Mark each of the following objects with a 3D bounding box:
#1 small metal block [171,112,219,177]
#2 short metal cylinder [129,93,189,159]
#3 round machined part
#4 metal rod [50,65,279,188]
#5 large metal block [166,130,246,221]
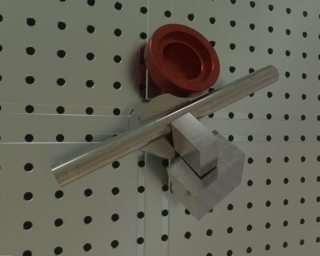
[{"bbox_3d":[0.039,0.019,0.350,0.025,0.050,0.050,-31,143,-18],"label":"small metal block"},{"bbox_3d":[0.005,-0.003,0.401,0.081,0.050,0.079,0,90,-21],"label":"short metal cylinder"},{"bbox_3d":[0.025,-0.082,0.401,0.099,0.042,0.098,11,63,-22],"label":"round machined part"},{"bbox_3d":[0.021,-0.011,0.368,0.302,0.025,0.025,-26,99,-19],"label":"metal rod"},{"bbox_3d":[0.060,0.062,0.398,0.080,0.050,0.080,-37,147,-16],"label":"large metal block"}]
